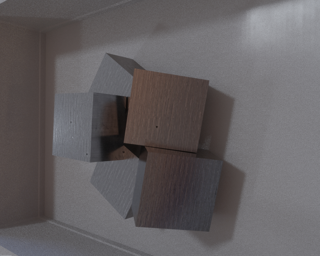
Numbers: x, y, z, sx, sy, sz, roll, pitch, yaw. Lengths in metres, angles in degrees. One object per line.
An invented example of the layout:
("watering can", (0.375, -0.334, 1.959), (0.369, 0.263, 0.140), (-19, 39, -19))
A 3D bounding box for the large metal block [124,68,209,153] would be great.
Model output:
("large metal block", (0.005, -0.021, 0.355), (0.081, 0.050, 0.079), (8, 97, -6))

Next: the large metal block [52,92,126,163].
("large metal block", (-0.091, -0.002, 0.394), (0.080, 0.050, 0.079), (4, 91, 40))

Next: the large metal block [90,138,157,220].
("large metal block", (-0.039, 0.060, 0.415), (0.080, 0.050, 0.079), (37, 112, 33))

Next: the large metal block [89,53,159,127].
("large metal block", (-0.050, -0.045, 0.428), (0.080, 0.050, 0.080), (43, 116, 31))

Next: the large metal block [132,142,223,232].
("large metal block", (0.016, 0.064, 0.345), (0.050, 0.081, 0.079), (-138, 57, -76))
